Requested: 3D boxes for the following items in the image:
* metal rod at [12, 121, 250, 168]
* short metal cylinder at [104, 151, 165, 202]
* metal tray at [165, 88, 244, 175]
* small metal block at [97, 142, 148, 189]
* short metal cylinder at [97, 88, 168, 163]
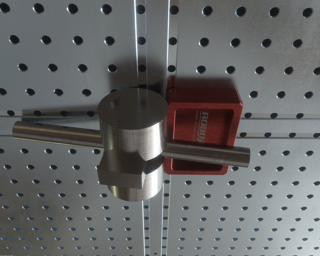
[{"bbox_3d":[-0.040,0.020,0.397,0.302,0.025,0.025,7,131,6],"label":"metal rod"},{"bbox_3d":[-0.034,0.052,0.418,0.081,0.080,0.050,1,130,-1],"label":"short metal cylinder"},{"bbox_3d":[0.053,0.009,0.417,0.091,0.030,0.129,1,130,-1],"label":"metal tray"},{"bbox_3d":[-0.042,0.043,0.368,0.050,0.050,0.025,6,130,6],"label":"small metal block"},{"bbox_3d":[-0.031,-0.005,0.369,0.081,0.080,0.050,1,130,-1],"label":"short metal cylinder"}]
